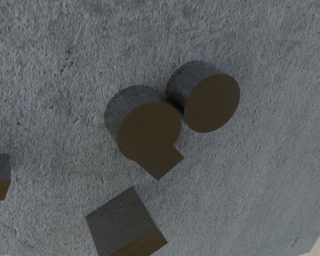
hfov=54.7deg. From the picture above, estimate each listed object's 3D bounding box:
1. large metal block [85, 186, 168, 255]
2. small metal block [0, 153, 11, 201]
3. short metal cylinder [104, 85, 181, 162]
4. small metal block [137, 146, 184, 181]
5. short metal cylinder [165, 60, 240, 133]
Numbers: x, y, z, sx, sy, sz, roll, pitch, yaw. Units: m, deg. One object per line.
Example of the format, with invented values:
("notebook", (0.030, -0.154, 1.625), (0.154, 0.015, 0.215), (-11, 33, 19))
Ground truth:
("large metal block", (-0.048, 0.142, 0.435), (0.080, 0.080, 0.050), (-32, 129, -8))
("small metal block", (-0.185, 0.047, 0.319), (0.050, 0.050, 0.025), (14, 111, -34))
("short metal cylinder", (-0.022, -0.006, 0.377), (0.081, 0.050, 0.079), (-14, 125, -21))
("small metal block", (-0.002, 0.038, 0.431), (0.050, 0.025, 0.050), (-42, 130, 0))
("short metal cylinder", (0.054, -0.040, 0.397), (0.081, 0.050, 0.079), (-14, 125, -21))
